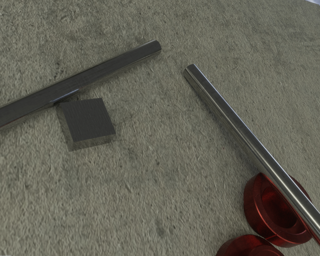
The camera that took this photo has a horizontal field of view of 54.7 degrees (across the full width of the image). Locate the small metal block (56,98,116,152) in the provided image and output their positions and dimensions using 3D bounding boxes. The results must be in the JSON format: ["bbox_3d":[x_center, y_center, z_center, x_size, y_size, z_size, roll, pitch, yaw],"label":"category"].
[{"bbox_3d":[-0.086,-0.005,0.360,0.050,0.025,0.050,-12,68,-33],"label":"small metal block"}]

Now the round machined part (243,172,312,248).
[{"bbox_3d":[0.150,0.106,0.406,0.099,0.042,0.098,14,52,-19],"label":"round machined part"}]

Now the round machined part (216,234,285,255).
[{"bbox_3d":[0.112,0.170,0.349,0.099,0.042,0.098,14,56,-21],"label":"round machined part"}]

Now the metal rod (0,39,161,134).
[{"bbox_3d":[-0.103,-0.054,0.380,0.025,0.025,0.302,49,51,6],"label":"metal rod"}]

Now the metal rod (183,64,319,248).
[{"bbox_3d":[0.119,0.020,0.414,0.025,0.025,0.299,-12,55,-33],"label":"metal rod"}]
